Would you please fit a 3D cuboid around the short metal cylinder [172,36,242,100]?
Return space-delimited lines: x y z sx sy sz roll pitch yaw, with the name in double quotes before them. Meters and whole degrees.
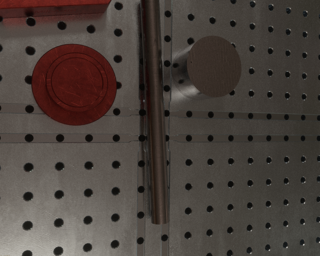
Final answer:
"short metal cylinder" 0.063 -0.080 0.424 0.081 0.050 0.079 0 90 -21

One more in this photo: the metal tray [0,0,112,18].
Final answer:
"metal tray" -0.130 -0.182 0.361 0.131 0.030 0.089 -11 94 -20

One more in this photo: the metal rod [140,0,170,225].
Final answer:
"metal rod" -0.007 -0.024 0.411 0.025 0.025 0.298 -3 91 -20

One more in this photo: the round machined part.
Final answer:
"round machined part" -0.100 -0.051 0.367 0.099 0.042 0.097 0 90 -21
